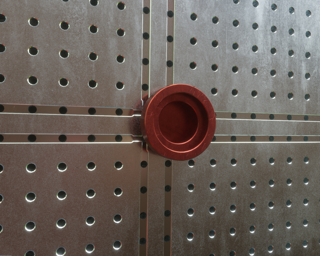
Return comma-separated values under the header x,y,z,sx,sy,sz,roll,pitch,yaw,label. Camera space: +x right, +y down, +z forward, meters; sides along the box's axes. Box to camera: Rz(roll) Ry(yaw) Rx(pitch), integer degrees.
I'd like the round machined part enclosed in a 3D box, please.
x,y,z,sx,sy,sz,roll,pitch,yaw,label
0.021,-0.007,0.411,0.099,0.042,0.097,0,90,-20,round machined part
